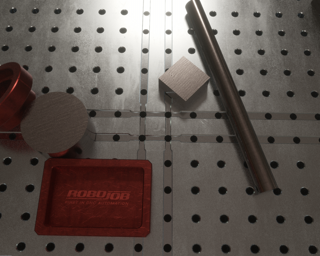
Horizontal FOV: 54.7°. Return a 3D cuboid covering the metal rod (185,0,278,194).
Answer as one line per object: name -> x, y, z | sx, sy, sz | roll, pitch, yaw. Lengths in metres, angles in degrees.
metal rod -> 0.093, -0.057, 0.433 | 0.025, 0.025, 0.299 | -15, 71, -6

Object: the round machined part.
round machined part -> -0.201, -0.034, 0.397 | 0.098, 0.042, 0.098 | -17, 50, 21

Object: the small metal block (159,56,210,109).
small metal block -> 0.034, -0.065, 0.436 | 0.050, 0.025, 0.050 | 42, 75, 13

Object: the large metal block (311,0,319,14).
large metal block -> 0.298, -0.192, 0.472 | 0.080, 0.050, 0.080 | -21, 72, -8

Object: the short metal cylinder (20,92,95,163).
short metal cylinder -> -0.128, 0.000, 0.397 | 0.081, 0.050, 0.080 | 0, 70, -1

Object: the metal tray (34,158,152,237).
metal tray -> -0.076, 0.084, 0.377 | 0.131, 0.030, 0.090 | 1, 70, 0
